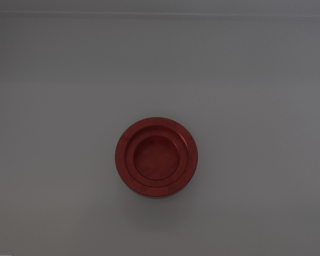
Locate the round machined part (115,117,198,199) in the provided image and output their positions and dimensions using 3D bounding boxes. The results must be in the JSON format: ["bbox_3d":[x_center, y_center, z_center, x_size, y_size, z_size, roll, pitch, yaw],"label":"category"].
[{"bbox_3d":[-0.004,0.039,0.386,0.099,0.042,0.098,0,70,0],"label":"round machined part"}]
